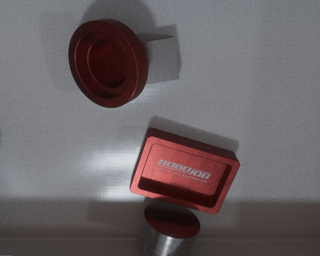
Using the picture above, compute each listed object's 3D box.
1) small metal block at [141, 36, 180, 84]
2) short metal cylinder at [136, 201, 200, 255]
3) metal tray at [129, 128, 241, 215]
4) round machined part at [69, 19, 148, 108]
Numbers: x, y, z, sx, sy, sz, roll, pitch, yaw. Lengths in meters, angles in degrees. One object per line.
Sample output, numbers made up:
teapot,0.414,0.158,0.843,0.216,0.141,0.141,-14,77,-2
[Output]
small metal block,-0.005,-0.083,0.381,0.050,0.025,0.050,-9,110,2
short metal cylinder,0.011,0.147,0.437,0.081,0.080,0.050,14,110,-6
metal tray,0.033,0.061,0.431,0.131,0.030,0.089,17,109,-7
round machined part,-0.055,-0.076,0.359,0.098,0.042,0.097,14,119,27
